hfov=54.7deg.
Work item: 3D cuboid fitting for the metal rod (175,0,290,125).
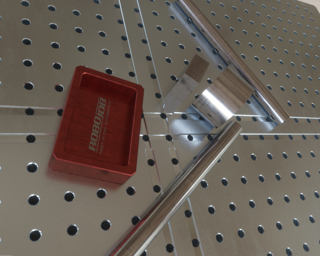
[{"bbox_3d":[0.126,-0.130,0.557,0.025,0.025,0.299,-30,78,-38],"label":"metal rod"}]

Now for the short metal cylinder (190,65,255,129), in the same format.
[{"bbox_3d":[0.090,-0.045,0.451,0.050,0.080,0.080,43,51,1],"label":"short metal cylinder"}]

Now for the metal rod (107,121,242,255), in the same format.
[{"bbox_3d":[0.025,0.076,0.376,0.025,0.025,0.302,46,51,4],"label":"metal rod"}]

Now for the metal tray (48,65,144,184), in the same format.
[{"bbox_3d":[-0.071,-0.006,0.371,0.091,0.030,0.130,16,55,-19],"label":"metal tray"}]

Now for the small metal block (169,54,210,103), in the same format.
[{"bbox_3d":[0.043,-0.074,0.463,0.025,0.050,0.050,34,51,-7],"label":"small metal block"}]
